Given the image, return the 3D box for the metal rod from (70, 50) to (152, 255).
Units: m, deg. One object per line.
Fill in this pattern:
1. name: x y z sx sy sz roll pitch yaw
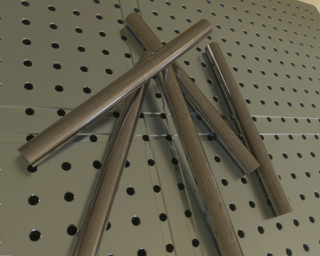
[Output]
1. metal rod: -0.046 0.012 0.377 0.025 0.025 0.300 24 53 -14

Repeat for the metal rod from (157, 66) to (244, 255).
1. metal rod: 0.045 0.031 0.399 0.025 0.025 0.299 -8 71 -32

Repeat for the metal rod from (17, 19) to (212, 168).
1. metal rod: -0.036 -0.057 0.383 0.025 0.025 0.301 47 64 4

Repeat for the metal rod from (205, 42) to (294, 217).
1. metal rod: 0.133 -0.012 0.489 0.025 0.025 0.299 -4 64 -30

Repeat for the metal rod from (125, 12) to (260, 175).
1. metal rod: 0.044 -0.058 0.468 0.025 0.025 0.299 -31 79 -38
